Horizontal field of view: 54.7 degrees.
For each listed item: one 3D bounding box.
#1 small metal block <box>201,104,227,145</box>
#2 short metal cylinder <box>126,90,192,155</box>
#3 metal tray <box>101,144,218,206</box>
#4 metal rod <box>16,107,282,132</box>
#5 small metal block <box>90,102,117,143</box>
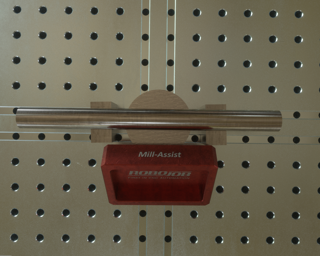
[{"bbox_3d":[0.068,-0.004,0.401,0.025,0.050,0.050,-1,90,0],"label":"small metal block"},{"bbox_3d":[-0.002,-0.007,0.400,0.081,0.050,0.080,0,90,0],"label":"short metal cylinder"},{"bbox_3d":[-0.001,0.060,0.383,0.131,0.089,0.030,0,47,0],"label":"metal tray"},{"bbox_3d":[-0.012,-0.010,0.363,0.302,0.025,0.025,1,90,0],"label":"metal rod"},{"bbox_3d":[-0.071,-0.007,0.400,0.025,0.050,0.050,-1,90,0],"label":"small metal block"}]
